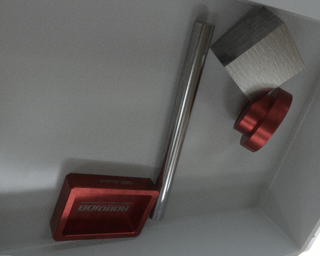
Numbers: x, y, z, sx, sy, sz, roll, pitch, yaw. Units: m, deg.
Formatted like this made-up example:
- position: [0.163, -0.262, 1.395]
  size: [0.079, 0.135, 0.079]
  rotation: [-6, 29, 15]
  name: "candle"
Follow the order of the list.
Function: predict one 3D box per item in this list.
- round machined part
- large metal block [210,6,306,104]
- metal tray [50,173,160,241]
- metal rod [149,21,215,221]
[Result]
- position: [0.141, -0.017, 0.444]
  size: [0.042, 0.098, 0.097]
  rotation: [32, 104, 5]
  name: "round machined part"
- position: [0.124, -0.090, 0.394]
  size: [0.080, 0.050, 0.080]
  rotation: [-37, 132, 16]
  name: "large metal block"
- position: [-0.075, 0.112, 0.434]
  size: [0.131, 0.030, 0.089]
  rotation: [10, 113, -33]
  name: "metal tray"
- position: [0.023, 0.008, 0.427]
  size: [0.025, 0.025, 0.298]
  rotation: [-2, 120, -28]
  name: "metal rod"
